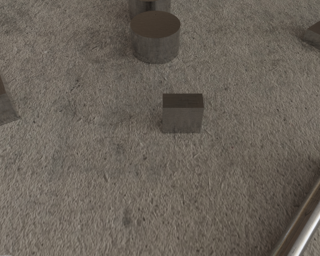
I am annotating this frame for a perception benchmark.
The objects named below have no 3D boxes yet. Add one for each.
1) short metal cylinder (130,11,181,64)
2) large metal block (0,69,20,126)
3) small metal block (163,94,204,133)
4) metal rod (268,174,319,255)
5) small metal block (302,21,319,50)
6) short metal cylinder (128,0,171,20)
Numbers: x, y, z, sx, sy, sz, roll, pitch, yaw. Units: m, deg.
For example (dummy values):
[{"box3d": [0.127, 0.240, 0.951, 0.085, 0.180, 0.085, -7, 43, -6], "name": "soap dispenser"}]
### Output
[{"box3d": [-0.007, -0.151, 0.514, 0.081, 0.050, 0.080, 0, 50, 0], "name": "short metal cylinder"}, {"box3d": [-0.248, -0.040, 0.419, 0.081, 0.050, 0.080, -23, 54, -18], "name": "large metal block"}, {"box3d": [0.029, -0.018, 0.403, 0.050, 0.050, 0.025, 0, 50, 0], "name": "small metal block"}, {"box3d": [0.119, 0.125, 0.298, 0.025, 0.025, 0.302, 34, 58, 25], "name": "metal rod"}, {"box3d": [0.289, -0.161, 0.541, 0.050, 0.025, 0.050, -33, 58, -25], "name": "small metal block"}, {"box3d": [-0.020, -0.236, 0.585, 0.081, 0.050, 0.080, 0, 50, 0], "name": "short metal cylinder"}]
